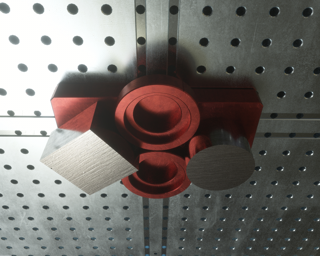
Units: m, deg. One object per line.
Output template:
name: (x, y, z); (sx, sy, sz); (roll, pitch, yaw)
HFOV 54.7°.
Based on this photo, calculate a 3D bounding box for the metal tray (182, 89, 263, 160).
metal tray: (0.076, 0.010, 0.415); (0.091, 0.030, 0.129); (0, 130, -1)

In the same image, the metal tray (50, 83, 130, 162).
metal tray: (-0.083, 0.004, 0.410); (0.091, 0.030, 0.129); (0, 130, -2)

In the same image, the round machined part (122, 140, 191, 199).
round machined part: (-0.004, 0.052, 0.433); (0.099, 0.042, 0.097); (0, 130, 0)

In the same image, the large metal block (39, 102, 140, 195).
large metal block: (-0.081, 0.028, 0.378); (0.080, 0.050, 0.080); (-30, 124, 23)

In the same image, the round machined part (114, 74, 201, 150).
round machined part: (-0.003, -0.022, 0.369); (0.099, 0.042, 0.097); (0, 130, 0)

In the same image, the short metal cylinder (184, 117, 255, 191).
short metal cylinder: (0.071, 0.032, 0.383); (0.081, 0.050, 0.079); (0, 130, 0)
